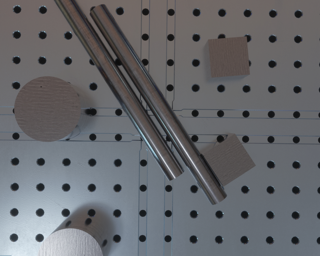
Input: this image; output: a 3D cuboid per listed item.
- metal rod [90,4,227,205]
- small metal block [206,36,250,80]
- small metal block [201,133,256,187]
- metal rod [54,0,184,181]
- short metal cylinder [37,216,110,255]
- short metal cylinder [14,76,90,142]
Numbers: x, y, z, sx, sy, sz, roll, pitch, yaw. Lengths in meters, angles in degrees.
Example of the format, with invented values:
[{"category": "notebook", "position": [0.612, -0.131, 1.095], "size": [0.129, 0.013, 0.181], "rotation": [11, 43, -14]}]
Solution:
[{"category": "metal rod", "position": [-0.002, -0.031, 0.413], "size": [0.025, 0.025, 0.299], "rotation": [-33, 90, 0]}, {"category": "small metal block", "position": [0.090, -0.092, 0.414], "size": [0.050, 0.025, 0.050], "rotation": [-5, 90, 0]}, {"category": "small metal block", "position": [0.090, 0.042, 0.414], "size": [0.050, 0.025, 0.050], "rotation": [-33, 90, 0]}, {"category": "metal rod", "position": [-0.058, -0.063, 0.412], "size": [0.025, 0.025, 0.299], "rotation": [-32, 90, 0]}, {"category": "short metal cylinder", "position": [-0.109, 0.161, 0.400], "size": [0.081, 0.050, 0.079], "rotation": [0, 90, 0]}, {"category": "short metal cylinder", "position": [-0.136, -0.023, 0.400], "size": [0.081, 0.050, 0.079], "rotation": [0, 90, 0]}]
